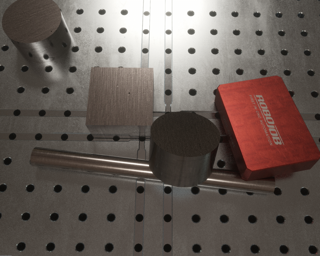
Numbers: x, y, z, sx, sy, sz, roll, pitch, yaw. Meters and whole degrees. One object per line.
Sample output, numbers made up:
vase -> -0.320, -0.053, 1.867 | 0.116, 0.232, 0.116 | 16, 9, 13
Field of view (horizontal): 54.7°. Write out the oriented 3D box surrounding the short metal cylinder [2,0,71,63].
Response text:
short metal cylinder -> -0.176, -0.142, 0.448 | 0.081, 0.050, 0.080 | 0, 70, 0

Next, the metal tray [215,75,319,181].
metal tray -> 0.132, -0.004, 0.398 | 0.091, 0.030, 0.130 | -10, 58, -4

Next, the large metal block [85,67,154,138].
large metal block -> -0.049, -0.032, 0.410 | 0.081, 0.050, 0.080 | 1, 70, 0

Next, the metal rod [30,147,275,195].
metal rod -> -0.010, 0.054, 0.391 | 0.302, 0.025, 0.025 | 7, 70, 2

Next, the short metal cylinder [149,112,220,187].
short metal cylinder -> 0.028, 0.024, 0.372 | 0.081, 0.050, 0.080 | 3, 40, -2
